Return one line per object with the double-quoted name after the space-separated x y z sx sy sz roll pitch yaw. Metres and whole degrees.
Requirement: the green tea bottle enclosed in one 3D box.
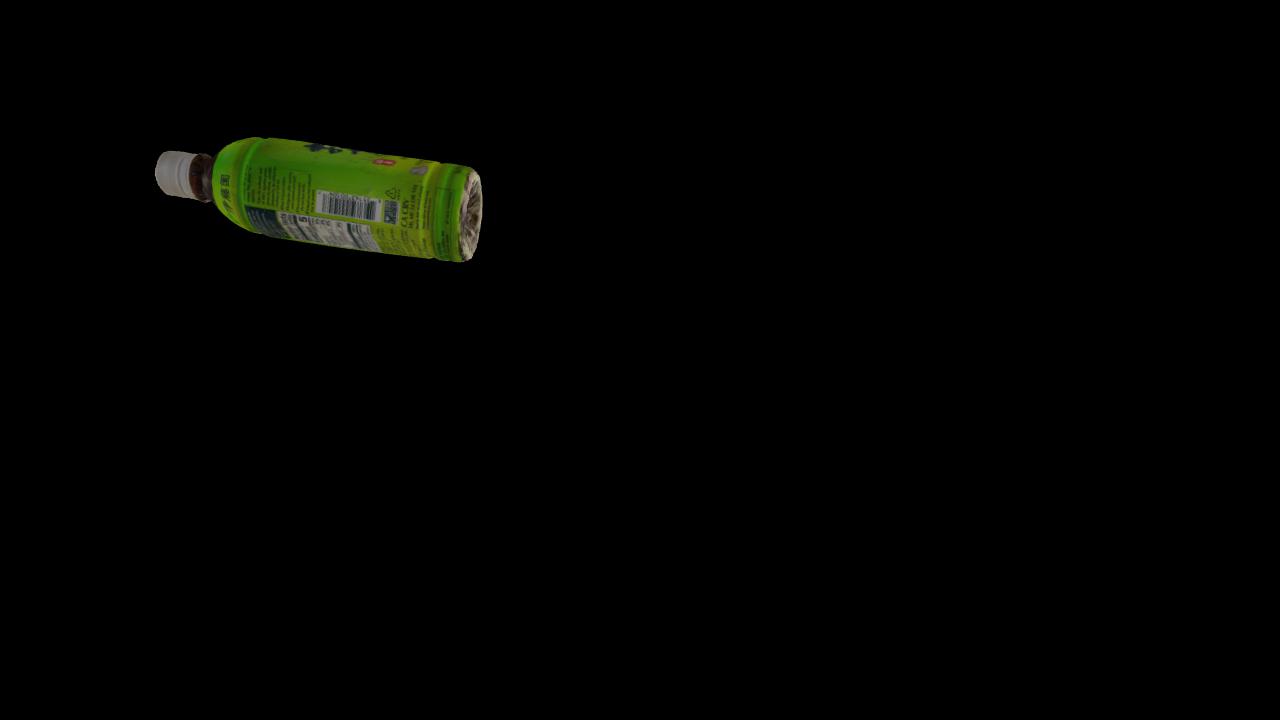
-0.224 -0.117 0.437 0.212 0.073 0.073 7 -1 -7 "green tea bottle"
